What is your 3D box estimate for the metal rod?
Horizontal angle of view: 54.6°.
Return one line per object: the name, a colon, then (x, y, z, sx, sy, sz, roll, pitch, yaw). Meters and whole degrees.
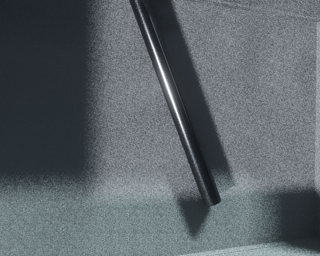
metal rod: (0.022, -0.034, 0.418, 0.025, 0.025, 0.299, -23, 98, -18)
